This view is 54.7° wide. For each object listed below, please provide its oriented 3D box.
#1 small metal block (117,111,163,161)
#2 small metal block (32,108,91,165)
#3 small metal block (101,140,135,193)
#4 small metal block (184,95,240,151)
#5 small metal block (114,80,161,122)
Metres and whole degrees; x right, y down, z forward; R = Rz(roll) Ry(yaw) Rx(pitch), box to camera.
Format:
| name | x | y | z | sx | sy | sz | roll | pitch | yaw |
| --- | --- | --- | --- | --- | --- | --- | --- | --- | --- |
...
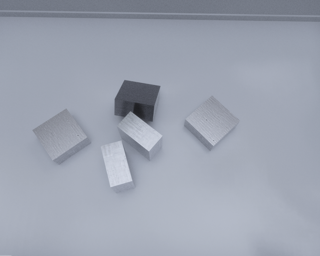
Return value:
| name | x | y | z | sx | sy | sz | roll | pitch | yaw |
| --- | --- | --- | --- | --- | --- | --- | --- | --- | --- |
| small metal block | -0.024 | 0.012 | 0.392 | 0.050 | 0.050 | 0.025 | 37 | 75 | 12 |
| small metal block | -0.127 | 0.011 | 0.404 | 0.050 | 0.025 | 0.050 | -36 | 74 | -12 |
| small metal block | -0.050 | 0.049 | 0.378 | 0.025 | 0.050 | 0.050 | -16 | 71 | -6 |
| small metal block | 0.068 | -0.006 | 0.413 | 0.050 | 0.025 | 0.050 | -41 | 76 | -14 |
| small metal block | -0.029 | -0.037 | 0.411 | 0.050 | 0.025 | 0.050 | 10 | 38 | 3 |
